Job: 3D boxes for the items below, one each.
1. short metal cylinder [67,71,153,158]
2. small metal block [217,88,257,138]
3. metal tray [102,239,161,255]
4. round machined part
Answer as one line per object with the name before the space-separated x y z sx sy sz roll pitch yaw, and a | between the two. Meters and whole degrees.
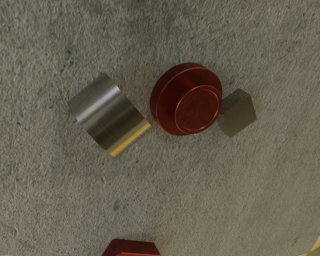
short metal cylinder | -0.053 -0.014 0.335 0.050 0.080 0.080 -41 130 -1
small metal block | 0.110 -0.022 0.456 0.050 0.025 0.050 -34 129 -6
metal tray | -0.069 0.248 0.521 0.091 0.030 0.129 23 106 -37
round machined part | 0.040 -0.031 0.400 0.099 0.042 0.097 -14 125 -21
